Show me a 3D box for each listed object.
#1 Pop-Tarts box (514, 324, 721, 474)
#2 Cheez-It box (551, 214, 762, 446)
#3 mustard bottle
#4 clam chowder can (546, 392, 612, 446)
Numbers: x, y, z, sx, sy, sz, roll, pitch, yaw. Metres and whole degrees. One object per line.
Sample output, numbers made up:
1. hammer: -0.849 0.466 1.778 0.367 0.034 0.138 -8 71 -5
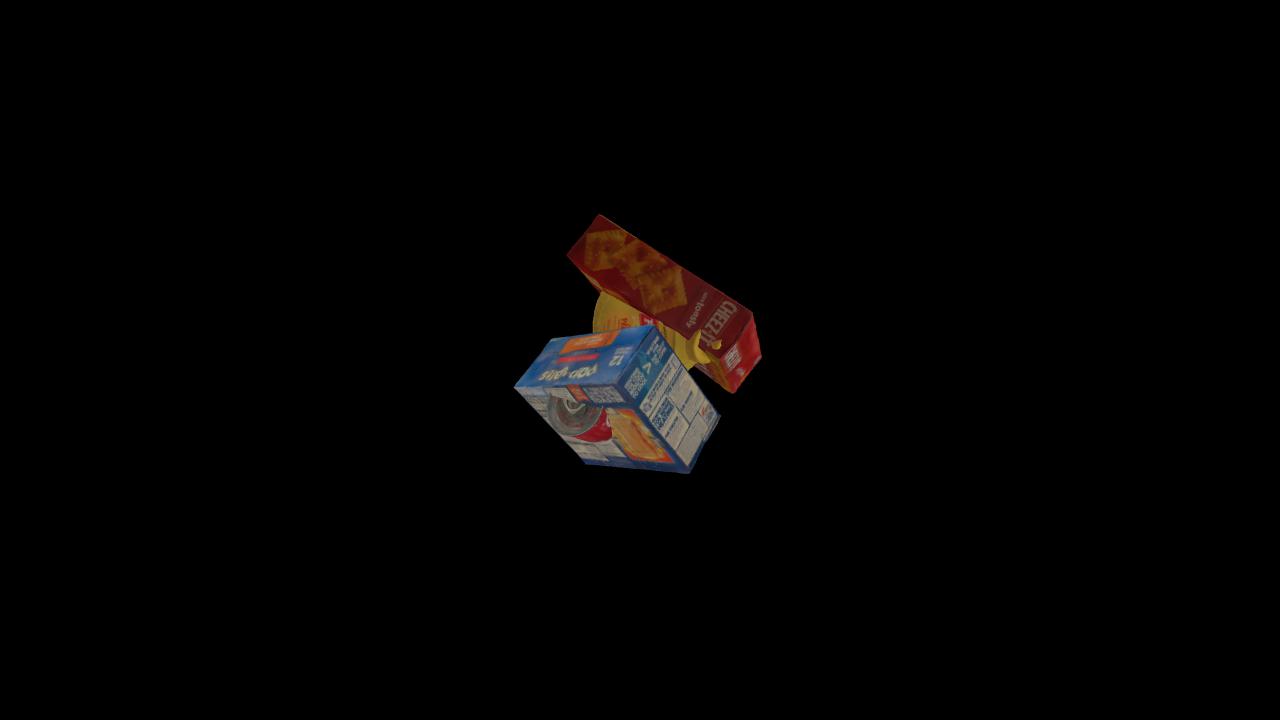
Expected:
1. Pop-Tarts box: -0.025 0.045 0.666 0.167 0.083 0.141 -6 -48 44
2. Cheez-It box: 0.036 -0.063 0.736 0.223 0.071 0.166 37 -3 20
3. mustard bottle: 0.024 -0.029 0.691 0.054 0.092 0.184 -2 12 -45
4. clam chowder can: -0.044 0.057 0.658 0.068 0.068 0.102 0 -16 27
